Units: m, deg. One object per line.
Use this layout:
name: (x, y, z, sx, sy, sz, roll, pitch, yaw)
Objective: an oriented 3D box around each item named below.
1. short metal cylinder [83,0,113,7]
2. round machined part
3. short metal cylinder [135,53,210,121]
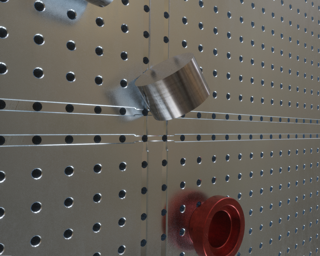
short metal cylinder: (-0.072, -0.172, 0.314, 0.050, 0.080, 0.080, 9, 84, -40)
round machined part: (0.083, 0.151, 0.470, 0.099, 0.042, 0.097, 0, 90, -40)
short metal cylinder: (0.016, -0.052, 0.389, 0.080, 0.080, 0.050, -44, 117, -31)
